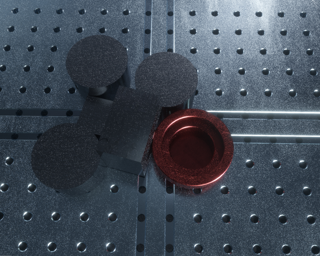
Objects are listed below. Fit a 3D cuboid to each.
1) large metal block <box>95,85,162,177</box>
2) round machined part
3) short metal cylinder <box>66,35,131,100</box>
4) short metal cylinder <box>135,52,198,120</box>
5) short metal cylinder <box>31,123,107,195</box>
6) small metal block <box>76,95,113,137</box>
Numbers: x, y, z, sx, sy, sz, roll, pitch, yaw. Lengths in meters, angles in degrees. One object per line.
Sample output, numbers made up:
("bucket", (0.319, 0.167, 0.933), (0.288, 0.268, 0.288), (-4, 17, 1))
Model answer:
("large metal block", (-0.033, 0.007, 0.376), (0.050, 0.080, 0.080), (15, 71, 5))
("round machined part", (0.040, 0.028, 0.392), (0.099, 0.042, 0.098), (0, 70, 0))
("short metal cylinder", (-0.082, -0.080, 0.426), (0.081, 0.050, 0.080), (0, 70, 0))
("short metal cylinder", (0.008, -0.055, 0.418), (0.081, 0.050, 0.080), (0, 70, 0))
("short metal cylinder", (-0.109, 0.040, 0.383), (0.081, 0.050, 0.080), (0, 70, 0))
("small metal block", (-0.079, -0.011, 0.415), (0.050, 0.025, 0.050), (14, 71, 5))
